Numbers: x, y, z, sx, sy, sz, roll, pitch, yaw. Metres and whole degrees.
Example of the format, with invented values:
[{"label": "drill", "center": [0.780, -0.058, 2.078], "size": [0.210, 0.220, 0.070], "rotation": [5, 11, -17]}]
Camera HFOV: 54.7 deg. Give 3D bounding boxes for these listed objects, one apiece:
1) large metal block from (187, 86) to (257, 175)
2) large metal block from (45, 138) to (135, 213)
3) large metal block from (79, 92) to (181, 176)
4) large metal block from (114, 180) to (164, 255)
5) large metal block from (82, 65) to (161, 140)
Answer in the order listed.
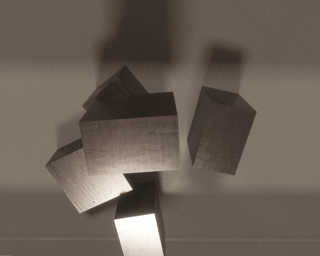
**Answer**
[{"label": "large metal block", "center": [0.071, 0.000, 0.383], "size": [0.050, 0.080, 0.079], "rotation": [12, 110, -5]}, {"label": "large metal block", "center": [-0.090, 0.055, 0.417], "size": [0.080, 0.050, 0.080], "rotation": [-26, 108, 8]}, {"label": "large metal block", "center": [-0.024, 0.002, 0.297], "size": [0.081, 0.080, 0.050], "rotation": [-4, 110, 1]}, {"label": "large metal block", "center": [-0.025, 0.131, 0.430], "size": [0.050, 0.080, 0.079], "rotation": [-10, 110, 3]}, {"label": "large metal block", "center": [-0.039, -0.023, 0.373], "size": [0.050, 0.080, 0.080], "rotation": [-37, 106, 12]}]
